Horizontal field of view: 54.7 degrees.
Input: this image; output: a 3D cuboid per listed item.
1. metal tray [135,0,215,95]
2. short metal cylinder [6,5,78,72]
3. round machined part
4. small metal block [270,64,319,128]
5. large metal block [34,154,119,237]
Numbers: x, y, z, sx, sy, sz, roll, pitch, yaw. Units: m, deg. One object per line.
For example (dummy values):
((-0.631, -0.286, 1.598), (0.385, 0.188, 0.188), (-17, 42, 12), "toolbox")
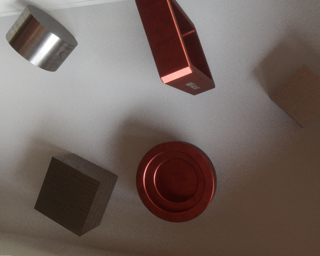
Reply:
((0.023, -0.089, 0.346), (0.030, 0.130, 0.090), (-20, 84, 19), "metal tray")
((-0.165, -0.126, 0.438), (0.050, 0.080, 0.080), (-46, 76, 14), "short metal cylinder")
((0.023, 0.065, 0.393), (0.098, 0.042, 0.097), (0, 90, 19), "round machined part")
((0.163, -0.035, 0.353), (0.050, 0.025, 0.050), (46, 104, 14), "small metal block")
((-0.118, 0.091, 0.437), (0.080, 0.050, 0.080), (24, 98, 18), "large metal block")
